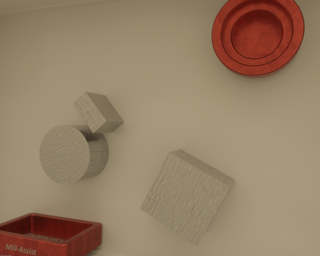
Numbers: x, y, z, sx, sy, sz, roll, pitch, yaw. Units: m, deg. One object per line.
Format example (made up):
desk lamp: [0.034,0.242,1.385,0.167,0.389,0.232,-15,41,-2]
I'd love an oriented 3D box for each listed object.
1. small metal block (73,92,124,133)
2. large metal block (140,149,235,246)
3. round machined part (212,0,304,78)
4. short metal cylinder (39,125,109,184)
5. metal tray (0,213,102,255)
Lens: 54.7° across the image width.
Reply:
small metal block: [-0.083,-0.020,0.425,0.025,0.050,0.050,-40,78,15]
large metal block: [0.035,0.082,0.384,0.080,0.050,0.080,29,99,17]
round machined part: [0.113,-0.106,0.362,0.098,0.042,0.097,0,90,19]
short metal cylinder: [-0.120,0.036,0.438,0.080,0.050,0.079,0,90,19]
metal tray: [-0.159,0.152,0.430,0.130,0.090,0.030,2,91,19]
